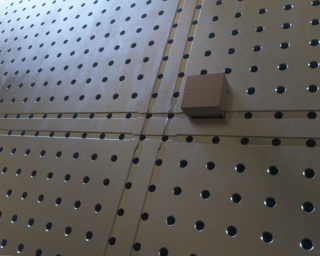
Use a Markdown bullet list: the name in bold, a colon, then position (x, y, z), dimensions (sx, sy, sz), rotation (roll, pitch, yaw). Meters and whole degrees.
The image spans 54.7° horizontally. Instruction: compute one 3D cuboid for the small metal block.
- **small metal block**: position (0.059, -0.042, 0.403), dimensions (0.050, 0.025, 0.050), rotation (-1, 61, 27)
